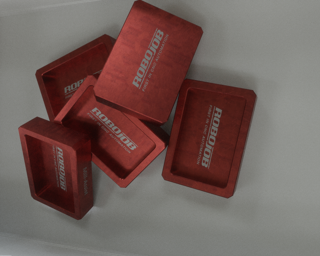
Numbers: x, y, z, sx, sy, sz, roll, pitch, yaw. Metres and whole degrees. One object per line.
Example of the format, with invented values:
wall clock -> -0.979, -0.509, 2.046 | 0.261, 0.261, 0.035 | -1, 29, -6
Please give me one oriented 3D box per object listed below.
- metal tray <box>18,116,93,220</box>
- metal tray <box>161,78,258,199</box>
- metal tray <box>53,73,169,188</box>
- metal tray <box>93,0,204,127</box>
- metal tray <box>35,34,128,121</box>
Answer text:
metal tray -> -0.139, 0.057, 0.422 | 0.090, 0.030, 0.129 | 18, 125, 19
metal tray -> 0.061, 0.011, 0.384 | 0.090, 0.030, 0.129 | 13, 94, 19
metal tray -> -0.063, 0.004, 0.404 | 0.130, 0.030, 0.090 | 43, 110, -1
metal tray -> -0.013, -0.077, 0.373 | 0.090, 0.030, 0.130 | 23, 78, -5
metal tray -> -0.107, -0.064, 0.442 | 0.130, 0.030, 0.090 | -22, 83, 18
